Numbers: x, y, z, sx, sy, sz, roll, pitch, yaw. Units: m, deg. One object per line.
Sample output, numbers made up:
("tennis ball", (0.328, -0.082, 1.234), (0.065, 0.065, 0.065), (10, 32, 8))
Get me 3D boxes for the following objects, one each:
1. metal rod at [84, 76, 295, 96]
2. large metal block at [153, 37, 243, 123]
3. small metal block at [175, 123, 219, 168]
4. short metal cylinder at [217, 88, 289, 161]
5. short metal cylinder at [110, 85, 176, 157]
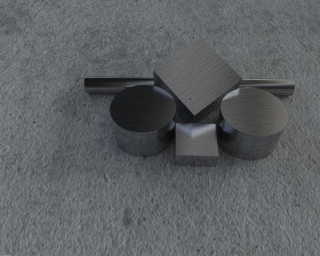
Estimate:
("metal rod", (0.042, -0.062, 0.456), (0.302, 0.025, 0.025), (1, 50, 0))
("large metal block", (0.048, -0.060, 0.416), (0.080, 0.050, 0.080), (-37, 75, -12))
("small metal block", (0.044, 0.021, 0.388), (0.050, 0.025, 0.050), (2, 50, 1))
("short metal cylinder", (0.114, -0.005, 0.393), (0.081, 0.050, 0.080), (0, 50, 0))
("short metal cylinder", (-0.021, -0.010, 0.395), (0.081, 0.050, 0.080), (0, 50, 0))
